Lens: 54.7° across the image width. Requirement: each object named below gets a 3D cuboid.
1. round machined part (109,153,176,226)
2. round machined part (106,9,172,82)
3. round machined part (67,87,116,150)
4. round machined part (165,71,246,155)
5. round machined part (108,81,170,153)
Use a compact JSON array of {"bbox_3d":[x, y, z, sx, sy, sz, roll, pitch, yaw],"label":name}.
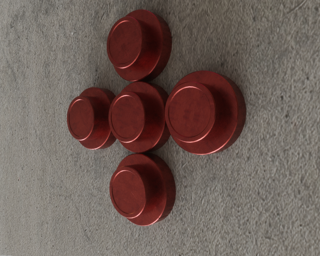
[{"bbox_3d":[-0.030,0.083,0.418,0.098,0.042,0.097,0,90,39],"label":"round machined part"},{"bbox_3d":[-0.035,-0.112,0.422,0.098,0.042,0.097,0,90,39],"label":"round machined part"},{"bbox_3d":[-0.108,-0.015,0.481,0.098,0.042,0.097,0,90,39],"label":"round machined part"},{"bbox_3d":[0.044,-0.018,0.357,0.098,0.042,0.097,0,90,39],"label":"round machined part"},{"bbox_3d":[-0.032,-0.015,0.420,0.098,0.042,0.097,0,90,39],"label":"round machined part"}]
